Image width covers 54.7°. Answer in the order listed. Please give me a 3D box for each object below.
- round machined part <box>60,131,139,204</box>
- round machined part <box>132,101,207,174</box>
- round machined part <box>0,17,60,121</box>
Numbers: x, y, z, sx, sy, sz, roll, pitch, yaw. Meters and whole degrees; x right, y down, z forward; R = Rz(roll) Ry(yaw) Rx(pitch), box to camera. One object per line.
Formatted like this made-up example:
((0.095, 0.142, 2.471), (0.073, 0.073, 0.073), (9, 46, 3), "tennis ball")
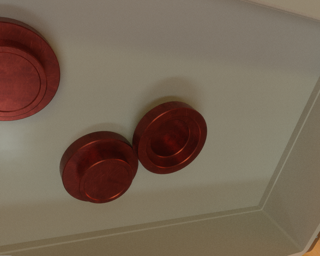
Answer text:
((-0.073, 0.056, 0.393), (0.099, 0.042, 0.097), (-14, 124, -21), "round machined part")
((0.009, 0.009, 0.407), (0.099, 0.042, 0.097), (-14, 124, -22), "round machined part")
((-0.144, -0.049, 0.289), (0.099, 0.042, 0.097), (-14, 124, -21), "round machined part")
